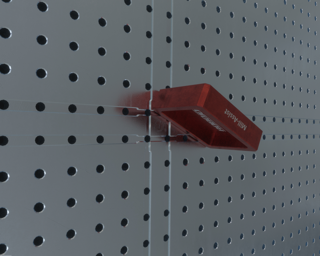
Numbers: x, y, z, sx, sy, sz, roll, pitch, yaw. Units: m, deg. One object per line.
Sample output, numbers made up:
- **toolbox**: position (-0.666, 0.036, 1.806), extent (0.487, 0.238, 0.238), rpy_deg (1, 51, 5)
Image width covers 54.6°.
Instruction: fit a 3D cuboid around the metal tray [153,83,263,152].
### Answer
- **metal tray**: position (0.066, -0.010, 0.420), extent (0.130, 0.090, 0.030), rpy_deg (33, 70, -35)
